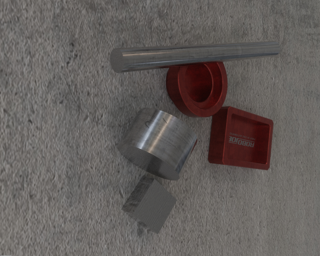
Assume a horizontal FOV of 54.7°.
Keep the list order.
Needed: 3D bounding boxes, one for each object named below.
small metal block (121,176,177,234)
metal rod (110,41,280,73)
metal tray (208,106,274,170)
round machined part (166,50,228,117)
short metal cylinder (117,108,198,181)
[{"bbox_3d":[-0.013,0.098,0.394,0.050,0.025,0.050,48,61,-29],"label":"small metal block"},{"bbox_3d":[0.070,-0.098,0.408,0.302,0.025,0.025,-15,100,-39],"label":"metal rod"},{"bbox_3d":[0.138,0.020,0.516,0.131,0.030,0.090,12,83,-39],"label":"metal tray"},{"bbox_3d":[0.047,-0.063,0.433,0.099,0.042,0.097,0,90,-40],"label":"round machined part"},{"bbox_3d":[-0.003,0.020,0.367,0.080,0.080,0.050,43,64,-32],"label":"short metal cylinder"}]
